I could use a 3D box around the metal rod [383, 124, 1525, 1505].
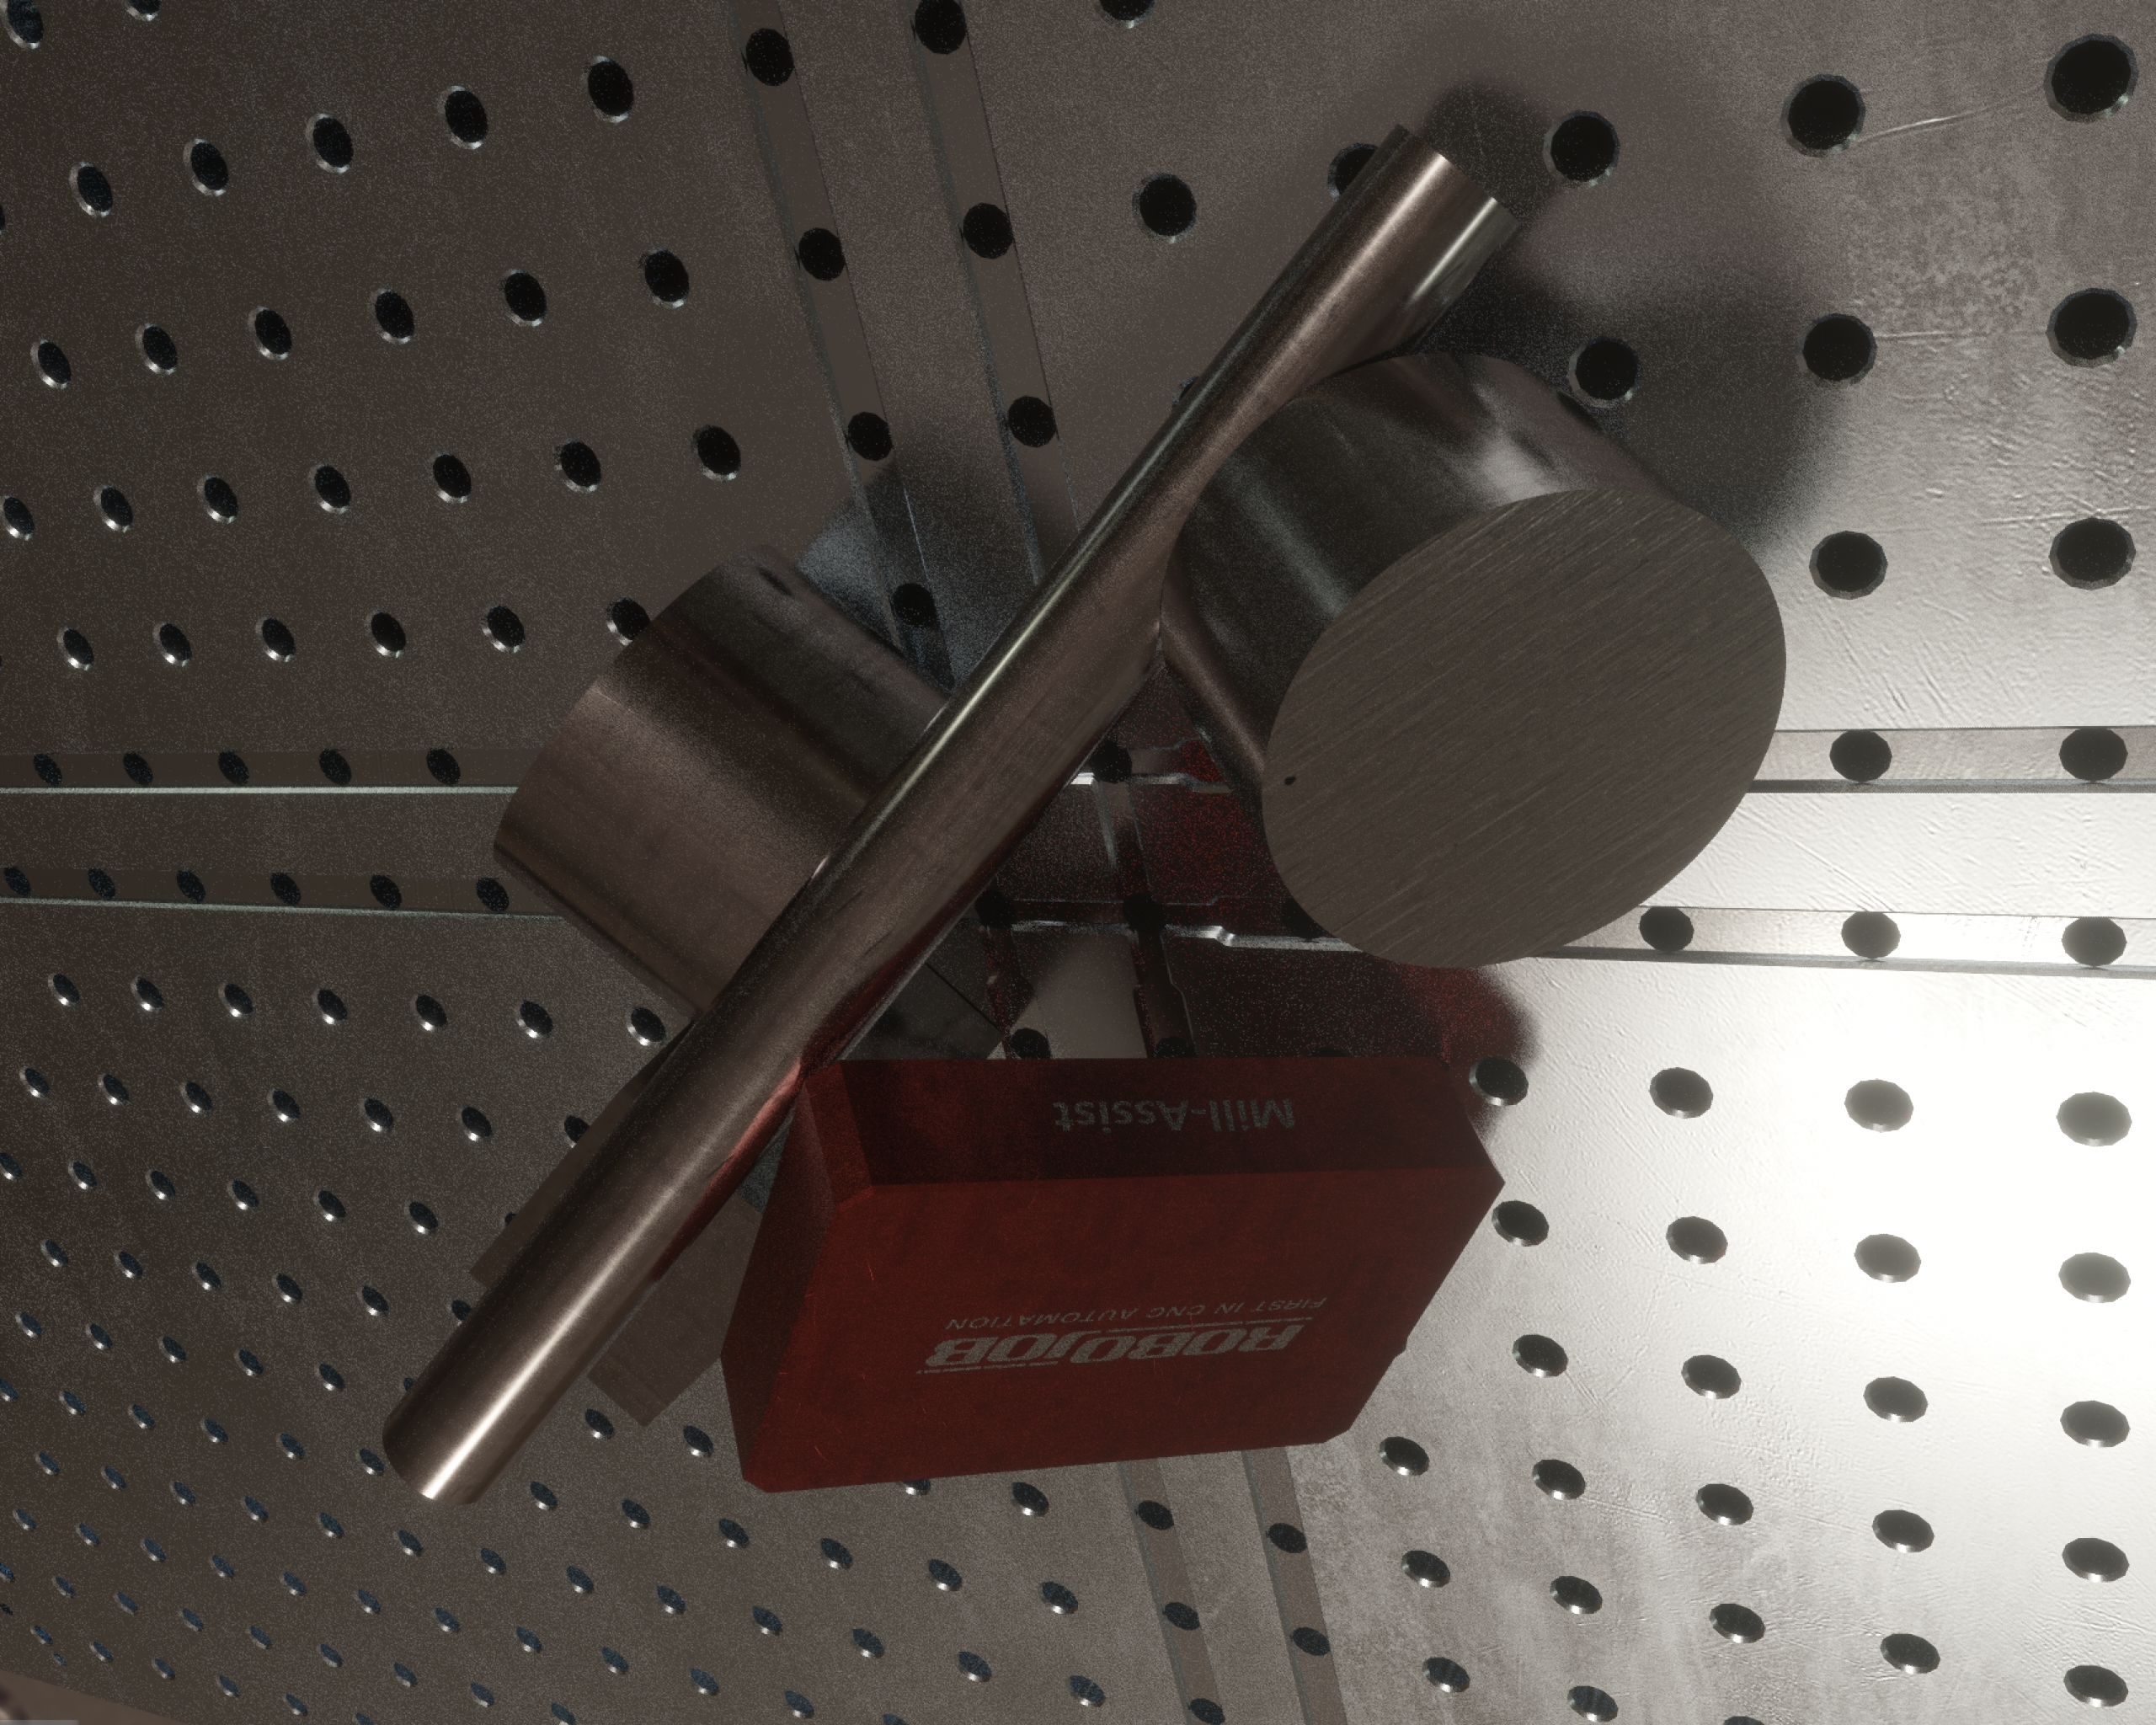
[{"bbox_3d":[-0.033,0.005,0.361,0.025,0.025,0.299,40,108,1],"label":"metal rod"}]

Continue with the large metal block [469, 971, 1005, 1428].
[{"bbox_3d":[-0.073,0.063,0.450,0.050,0.080,0.080,43,129,-2],"label":"large metal block"}]

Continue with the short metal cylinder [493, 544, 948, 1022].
[{"bbox_3d":[-0.064,-0.014,0.399,0.050,0.080,0.080,40,129,1],"label":"short metal cylinder"}]

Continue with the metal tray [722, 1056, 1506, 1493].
[{"bbox_3d":[0.005,0.078,0.401,0.131,0.030,0.089,2,131,-23],"label":"metal tray"}]

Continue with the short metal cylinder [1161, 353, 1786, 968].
[{"bbox_3d":[0.058,-0.031,0.319,0.081,0.050,0.079,-9,126,-12],"label":"short metal cylinder"}]
